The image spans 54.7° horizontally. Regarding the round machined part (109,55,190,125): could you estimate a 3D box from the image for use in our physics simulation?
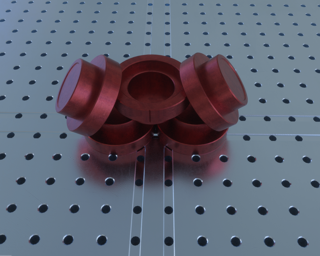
[{"bbox_3d":[-0.010,-0.043,0.376,0.099,0.042,0.098,0,50,0],"label":"round machined part"}]

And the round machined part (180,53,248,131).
[{"bbox_3d":[0.070,-0.049,0.372,0.042,0.098,0.098,-29,42,30],"label":"round machined part"}]

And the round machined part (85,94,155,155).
[{"bbox_3d":[-0.055,-0.016,0.409,0.099,0.042,0.098,0,50,0],"label":"round machined part"}]

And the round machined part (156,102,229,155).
[{"bbox_3d":[0.043,-0.016,0.410,0.099,0.042,0.098,0,50,0],"label":"round machined part"}]

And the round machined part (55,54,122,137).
[{"bbox_3d":[-0.089,-0.042,0.365,0.042,0.098,0.098,23,42,-32],"label":"round machined part"}]
